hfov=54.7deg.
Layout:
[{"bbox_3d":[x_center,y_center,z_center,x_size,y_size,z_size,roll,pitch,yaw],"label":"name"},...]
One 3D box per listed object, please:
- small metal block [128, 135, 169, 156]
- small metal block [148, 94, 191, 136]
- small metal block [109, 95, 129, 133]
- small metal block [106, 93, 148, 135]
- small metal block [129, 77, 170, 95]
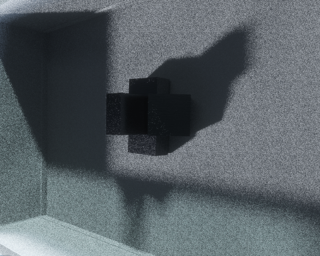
[{"bbox_3d":[-0.016,0.010,0.417,0.050,0.025,0.050,3,92,40],"label":"small metal block"},{"bbox_3d":[0.011,-0.016,0.380,0.050,0.025,0.050,1,92,0],"label":"small metal block"},{"bbox_3d":[-0.057,-0.019,0.434,0.050,0.025,0.050,-172,83,-83],"label":"small metal block"},{"bbox_3d":[-0.040,-0.017,0.388,0.025,0.050,0.050,1,91,39],"label":"small metal block"},{"bbox_3d":[-0.015,-0.041,0.416,0.050,0.025,0.050,3,92,39],"label":"small metal block"}]
